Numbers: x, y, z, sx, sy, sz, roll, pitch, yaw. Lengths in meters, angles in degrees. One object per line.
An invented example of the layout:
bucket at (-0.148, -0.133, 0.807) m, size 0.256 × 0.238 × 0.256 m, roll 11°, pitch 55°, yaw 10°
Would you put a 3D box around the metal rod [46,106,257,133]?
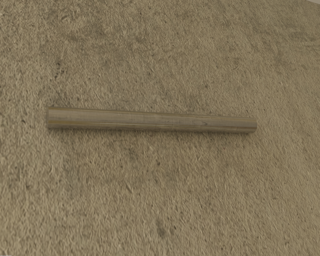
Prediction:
metal rod at (0.009, -0.008, 0.414) m, size 0.302 × 0.025 × 0.025 m, roll 2°, pitch 61°, yaw -27°
